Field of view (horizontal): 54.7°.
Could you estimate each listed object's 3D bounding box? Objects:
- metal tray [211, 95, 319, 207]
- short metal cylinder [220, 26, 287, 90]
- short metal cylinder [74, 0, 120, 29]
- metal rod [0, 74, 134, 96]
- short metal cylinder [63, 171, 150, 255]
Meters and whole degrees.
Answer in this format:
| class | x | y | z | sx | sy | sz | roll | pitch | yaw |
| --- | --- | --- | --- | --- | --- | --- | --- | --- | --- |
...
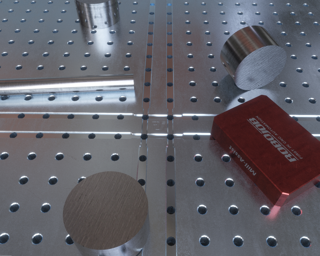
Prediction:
| class | x | y | z | sx | sy | sz | roll | pitch | yaw |
| --- | --- | --- | --- | --- | --- | --- | --- | --- | --- |
| metal tray | 0.138 | 0.021 | 0.387 | 0.091 | 0.030 | 0.130 | -24 | 54 | -19 |
| short metal cylinder | 0.137 | -0.103 | 0.459 | 0.081 | 0.080 | 0.050 | -13 | 51 | -10 |
| short metal cylinder | -0.118 | -0.231 | 0.585 | 0.080 | 0.050 | 0.080 | 0 | 50 | 0 |
| metal rod | -0.190 | -0.062 | 0.457 | 0.302 | 0.025 | 0.025 | -3 | 50 | -3 |
| short metal cylinder | -0.051 | 0.091 | 0.314 | 0.080 | 0.050 | 0.080 | 0 | 50 | 0 |
